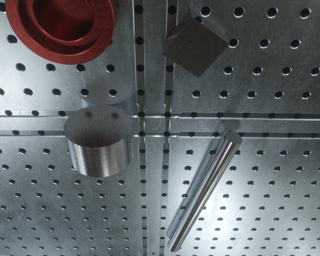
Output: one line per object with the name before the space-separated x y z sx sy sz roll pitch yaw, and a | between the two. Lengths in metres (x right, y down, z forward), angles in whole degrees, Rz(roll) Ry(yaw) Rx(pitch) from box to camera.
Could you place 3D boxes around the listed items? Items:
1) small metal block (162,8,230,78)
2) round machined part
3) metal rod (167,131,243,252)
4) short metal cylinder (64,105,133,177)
small metal block | 0.038 -0.091 0.335 0.050 0.025 0.050 28 125 -22
round machined part | -0.091 -0.115 0.301 0.099 0.042 0.097 -1 130 0
metal rod | 0.064 0.123 0.517 0.025 0.025 0.298 11 129 -10
short metal cylinder | -0.075 0.015 0.387 0.081 0.080 0.050 1 130 -1
